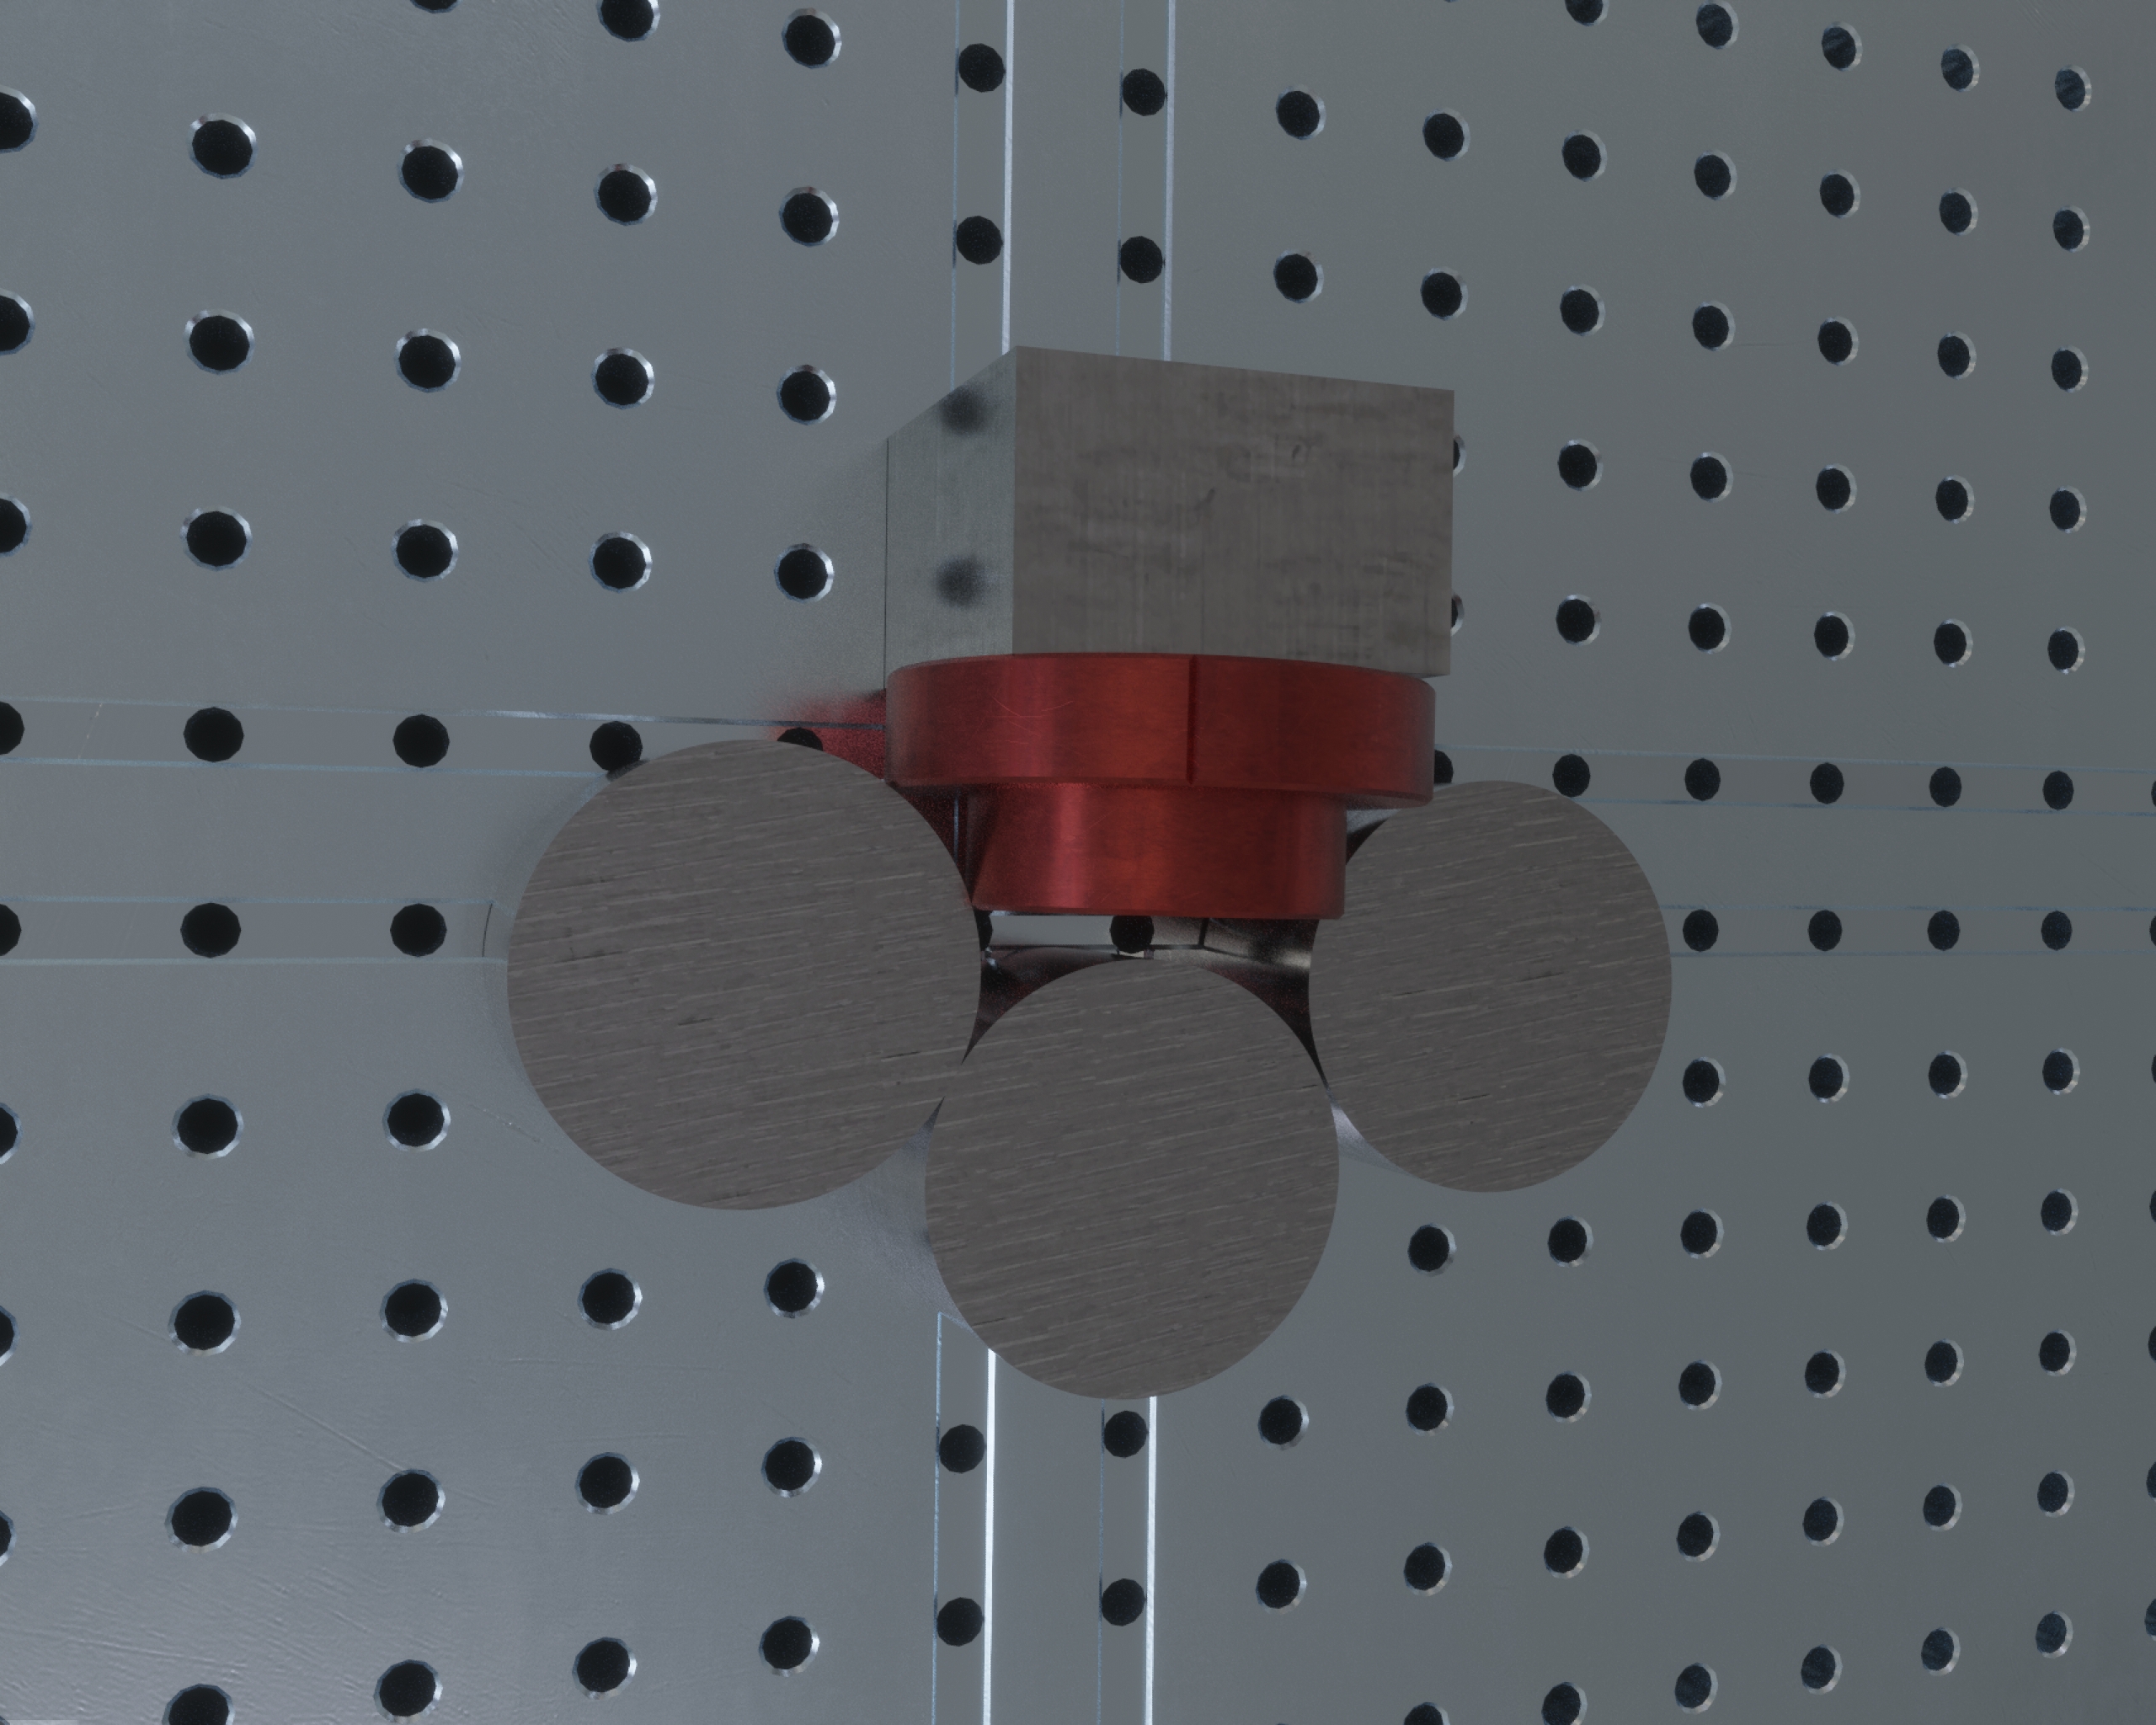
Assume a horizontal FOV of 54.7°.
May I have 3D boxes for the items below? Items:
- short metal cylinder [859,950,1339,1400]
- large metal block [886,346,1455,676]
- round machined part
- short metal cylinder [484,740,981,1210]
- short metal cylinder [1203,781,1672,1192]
[{"bbox_3d":[0.003,0.057,0.401,0.081,0.050,0.079,0,90,-20],"label":"short metal cylinder"},{"bbox_3d":[0.014,-0.058,0.388,0.081,0.080,0.050,1,90,-20],"label":"large metal block"},{"bbox_3d":[0.014,-0.011,0.377,0.099,0.098,0.042,2,89,-20],"label":"round machined part"},{"bbox_3d":[-0.063,0.019,0.376,0.081,0.050,0.079,0,90,-20],"label":"short metal cylinder"},{"bbox_3d":[0.072,0.024,0.426,0.081,0.050,0.079,0,90,-20],"label":"short metal cylinder"}]
